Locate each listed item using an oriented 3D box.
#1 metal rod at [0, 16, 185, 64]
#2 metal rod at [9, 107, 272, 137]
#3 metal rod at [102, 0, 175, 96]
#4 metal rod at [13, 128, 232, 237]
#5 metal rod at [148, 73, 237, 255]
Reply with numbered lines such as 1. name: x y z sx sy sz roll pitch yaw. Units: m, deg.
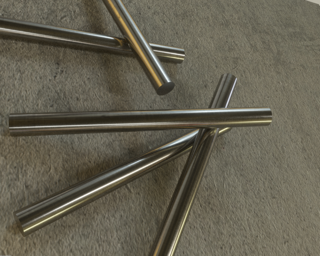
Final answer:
1. metal rod: -0.102 -0.119 0.421 0.303 0.025 0.025 2 61 -27
2. metal rod: -0.009 -0.009 0.361 0.302 0.025 0.025 -2 62 -15
3. metal rod: -0.059 -0.167 0.448 0.025 0.025 0.299 -12 60 -33
4. metal rod: -0.015 0.041 0.370 0.302 0.025 0.025 -23 74 -36
5. metal rod: 0.043 0.046 0.374 0.025 0.025 0.300 31 59 -8
